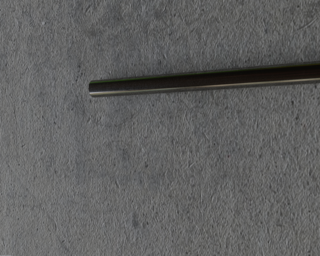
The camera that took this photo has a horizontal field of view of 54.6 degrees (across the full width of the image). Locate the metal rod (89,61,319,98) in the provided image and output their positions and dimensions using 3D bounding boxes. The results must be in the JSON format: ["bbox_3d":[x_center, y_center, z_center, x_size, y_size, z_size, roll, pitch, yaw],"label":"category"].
[{"bbox_3d":[0.047,-0.059,0.392,0.301,0.025,0.025,-1,90,20],"label":"metal rod"}]
